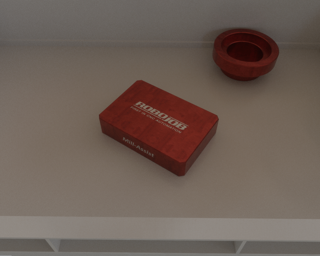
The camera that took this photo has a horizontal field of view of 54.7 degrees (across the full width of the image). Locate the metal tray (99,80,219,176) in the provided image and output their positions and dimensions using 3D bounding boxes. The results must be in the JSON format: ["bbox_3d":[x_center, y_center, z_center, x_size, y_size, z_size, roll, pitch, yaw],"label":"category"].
[{"bbox_3d":[-0.002,-0.005,0.406,0.130,0.030,0.090,28,55,21],"label":"metal tray"}]

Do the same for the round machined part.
[{"bbox_3d":[0.132,-0.112,0.490,0.099,0.042,0.098,0,50,0],"label":"round machined part"}]

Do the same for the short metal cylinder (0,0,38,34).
[{"bbox_3d":[-0.262,-0.216,0.550,0.081,0.080,0.050,-8,51,-7],"label":"short metal cylinder"}]

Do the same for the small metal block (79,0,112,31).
[{"bbox_3d":[-0.118,-0.217,0.572,0.025,0.050,0.050,33,57,24],"label":"small metal block"}]
